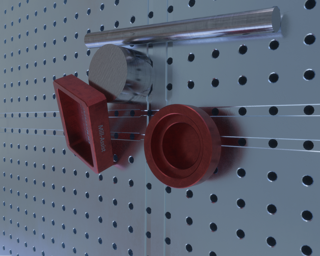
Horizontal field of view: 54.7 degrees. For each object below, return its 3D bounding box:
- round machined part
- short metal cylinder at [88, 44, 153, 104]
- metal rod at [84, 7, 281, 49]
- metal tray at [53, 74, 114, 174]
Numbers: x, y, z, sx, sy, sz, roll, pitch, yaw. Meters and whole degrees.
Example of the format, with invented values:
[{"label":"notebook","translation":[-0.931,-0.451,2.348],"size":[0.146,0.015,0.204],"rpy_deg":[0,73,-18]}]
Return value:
[{"label":"round machined part","translation":[0.031,0.021,0.373],"size":[0.098,0.042,0.097],"rpy_deg":[0,90,40]},{"label":"short metal cylinder","translation":[-0.056,-0.074,0.440],"size":[0.080,0.050,0.080],"rpy_deg":[0,90,40]},{"label":"metal rod","translation":[0.002,-0.125,0.407],"size":[0.300,0.025,0.025],"rpy_deg":[8,95,39]},{"label":"metal tray","translation":[-0.113,-0.005,0.463],"size":[0.090,0.030,0.129],"rpy_deg":[32,137,35]}]
